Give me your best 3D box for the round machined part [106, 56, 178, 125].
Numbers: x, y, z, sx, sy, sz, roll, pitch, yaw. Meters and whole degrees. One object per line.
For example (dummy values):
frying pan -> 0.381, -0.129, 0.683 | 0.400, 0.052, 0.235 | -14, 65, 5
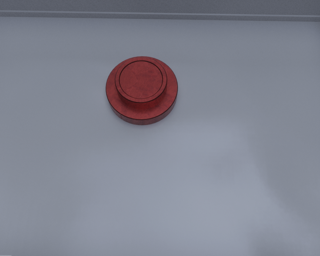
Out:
round machined part -> -0.025, -0.056, 0.421 | 0.099, 0.042, 0.098 | 0, 70, -1
